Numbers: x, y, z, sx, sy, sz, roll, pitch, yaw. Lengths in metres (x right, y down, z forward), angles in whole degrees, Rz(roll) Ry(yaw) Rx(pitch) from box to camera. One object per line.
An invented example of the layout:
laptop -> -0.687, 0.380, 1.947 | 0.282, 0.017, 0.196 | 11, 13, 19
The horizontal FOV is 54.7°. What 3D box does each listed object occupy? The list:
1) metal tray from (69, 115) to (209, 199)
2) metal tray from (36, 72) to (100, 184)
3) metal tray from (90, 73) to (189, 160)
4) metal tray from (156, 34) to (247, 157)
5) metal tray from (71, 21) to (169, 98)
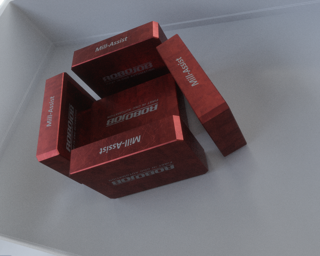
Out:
metal tray -> -0.022, 0.038, 0.348 | 0.130, 0.090, 0.030 | -19, 55, 17
metal tray -> -0.118, 0.000, 0.421 | 0.030, 0.090, 0.130 | -19, 54, 17
metal tray -> -0.031, -0.013, 0.422 | 0.130, 0.030, 0.090 | -18, 55, 17
metal tray -> 0.047, -0.039, 0.360 | 0.030, 0.090, 0.130 | -32, 52, 8
metal tray -> -0.045, -0.088, 0.437 | 0.130, 0.090, 0.030 | -15, 56, 19
